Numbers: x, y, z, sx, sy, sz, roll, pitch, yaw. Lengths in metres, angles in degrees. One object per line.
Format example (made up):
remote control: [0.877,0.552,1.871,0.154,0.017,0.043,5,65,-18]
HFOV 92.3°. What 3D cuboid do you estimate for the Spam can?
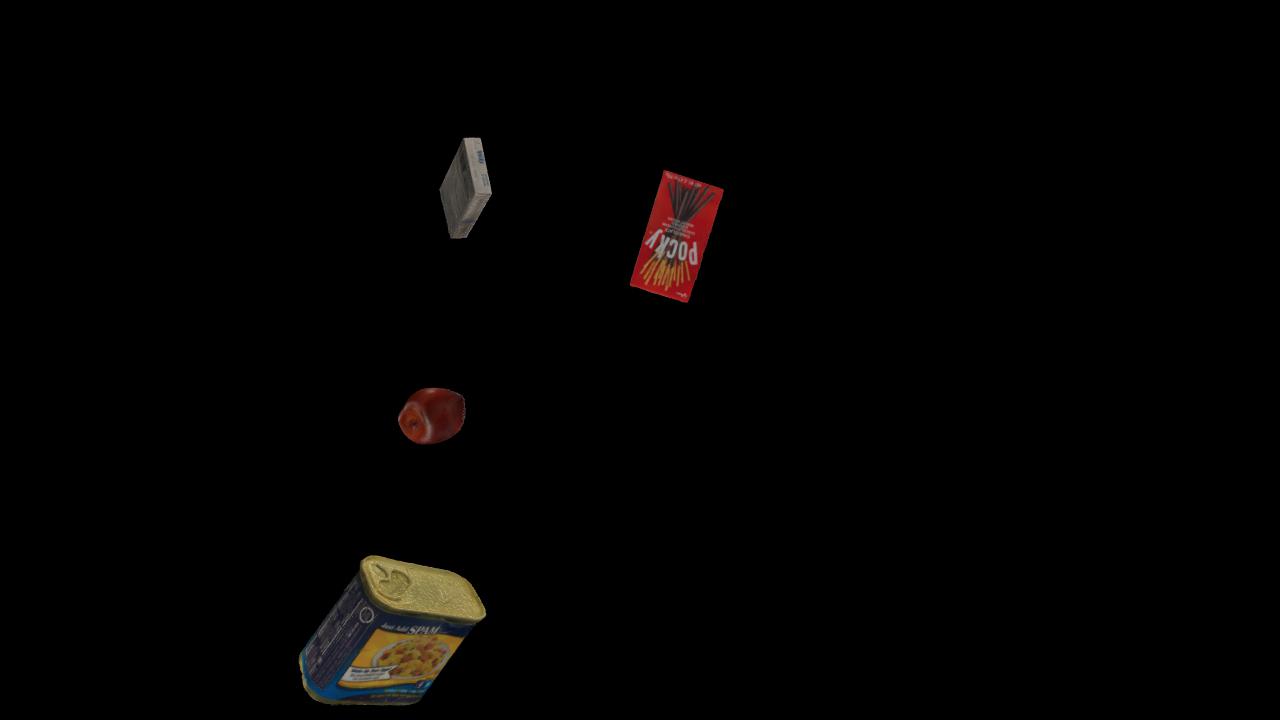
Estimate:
Spam can: [-0.183,0.204,0.458,0.101,0.085,0.058,34,1,-44]

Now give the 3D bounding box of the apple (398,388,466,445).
apple: [-0.282,0.076,0.843,0.079,0.079,0.093,0,14,22]

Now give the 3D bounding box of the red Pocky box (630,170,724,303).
red Pocky box: [0.047,-0.159,0.802,0.083,0.155,0.028,16,9,-3]

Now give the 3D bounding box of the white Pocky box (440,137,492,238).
white Pocky box: [-0.247,-0.237,0.865,0.028,0.084,0.154,-10,-7,-30]
